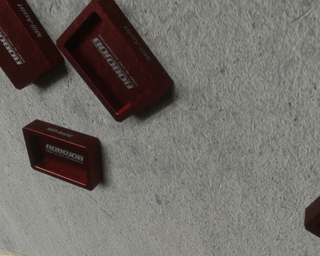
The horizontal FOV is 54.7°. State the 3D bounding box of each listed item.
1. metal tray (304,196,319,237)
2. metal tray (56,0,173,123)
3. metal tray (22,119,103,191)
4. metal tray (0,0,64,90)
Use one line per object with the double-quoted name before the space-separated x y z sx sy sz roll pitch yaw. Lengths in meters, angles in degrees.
"metal tray" 0.234 0.088 0.334 0.090 0.030 0.129 31 128 8
"metal tray" -0.057 -0.080 0.384 0.090 0.030 0.130 -30 102 37
"metal tray" -0.161 0.044 0.515 0.130 0.030 0.089 15 125 19
"metal tray" -0.205 -0.128 0.433 0.090 0.030 0.130 -21 107 36
